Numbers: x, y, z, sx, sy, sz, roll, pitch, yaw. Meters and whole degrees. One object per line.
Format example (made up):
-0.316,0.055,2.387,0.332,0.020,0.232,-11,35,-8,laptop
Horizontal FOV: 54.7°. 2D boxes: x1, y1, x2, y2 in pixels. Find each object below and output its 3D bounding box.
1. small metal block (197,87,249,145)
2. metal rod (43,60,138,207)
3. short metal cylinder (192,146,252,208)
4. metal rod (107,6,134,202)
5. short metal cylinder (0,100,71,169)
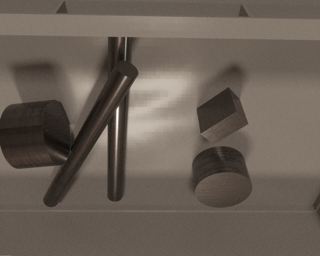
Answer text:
0.075,-0.015,0.381,0.050,0.050,0.025,-35,122,25,small metal block
-0.106,0.029,0.412,0.025,0.025,0.298,23,132,-19,metal rod
0.090,0.073,0.456,0.081,0.050,0.079,0,130,0,short metal cylinder
-0.056,-0.004,0.404,0.025,0.025,0.298,5,130,-5,metal rod
-0.149,0.008,0.377,0.050,0.080,0.080,-6,130,4,short metal cylinder
